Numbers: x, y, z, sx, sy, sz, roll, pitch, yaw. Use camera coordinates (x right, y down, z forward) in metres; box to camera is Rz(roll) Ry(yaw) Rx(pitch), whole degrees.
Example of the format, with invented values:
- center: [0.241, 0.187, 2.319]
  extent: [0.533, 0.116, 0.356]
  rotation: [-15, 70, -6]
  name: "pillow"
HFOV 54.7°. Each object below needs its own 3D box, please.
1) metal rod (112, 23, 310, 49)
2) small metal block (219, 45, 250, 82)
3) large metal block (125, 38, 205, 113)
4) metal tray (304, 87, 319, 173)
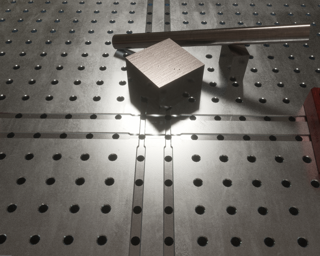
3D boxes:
- center: [0.062, -0.138, 0.473]
  extent: [0.301, 0.025, 0.025]
  rotation: [4, 48, 23]
  name: "metal rod"
- center: [0.114, -0.108, 0.484]
  extent: [0.025, 0.050, 0.050]
  rotation: [-7, 51, -6]
  name: "small metal block"
- center: [0.007, -0.079, 0.458]
  extent: [0.081, 0.050, 0.080]
  rotation: [-30, 57, -23]
  name: "large metal block"
- center: [0.248, 0.005, 0.403]
  extent: [0.091, 0.030, 0.130]
  rotation: [6, 50, 5]
  name: "metal tray"
